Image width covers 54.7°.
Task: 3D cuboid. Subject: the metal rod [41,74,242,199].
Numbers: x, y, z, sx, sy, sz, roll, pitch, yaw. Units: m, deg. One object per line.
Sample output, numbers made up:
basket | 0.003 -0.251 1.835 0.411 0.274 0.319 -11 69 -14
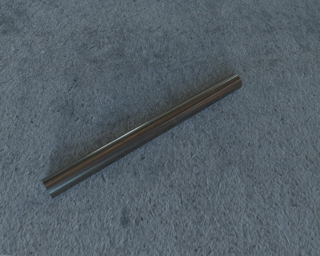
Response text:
metal rod | -0.006 -0.001 0.406 0.302 0.025 0.025 -30 57 -23
